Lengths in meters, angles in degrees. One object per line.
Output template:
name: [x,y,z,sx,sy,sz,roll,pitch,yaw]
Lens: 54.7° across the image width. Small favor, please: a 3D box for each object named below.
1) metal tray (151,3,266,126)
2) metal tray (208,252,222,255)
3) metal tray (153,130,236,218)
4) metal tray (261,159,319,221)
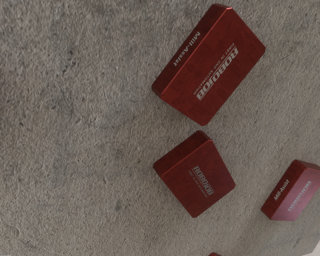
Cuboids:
metal tray: [0.062,-0.075,0.391,0.090,0.030,0.130,31,101,-38]
metal tray: [0.124,0.326,0.673,0.090,0.030,0.130,-47,129,5]
metal tray: [0.058,0.075,0.482,0.090,0.030,0.130,-37,129,-4]
metal tray: [0.276,0.131,0.635,0.091,0.030,0.129,14,111,-34]
